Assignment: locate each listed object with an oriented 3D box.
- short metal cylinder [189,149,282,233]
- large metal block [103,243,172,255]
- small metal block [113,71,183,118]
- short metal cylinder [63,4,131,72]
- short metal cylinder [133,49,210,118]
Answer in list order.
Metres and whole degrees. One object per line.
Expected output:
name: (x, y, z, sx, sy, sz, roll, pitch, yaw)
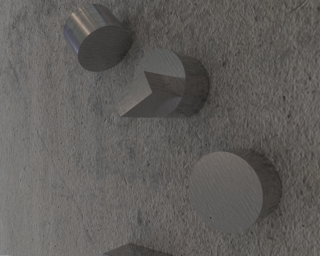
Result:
short metal cylinder: (0.078, 0.063, 0.324, 0.080, 0.050, 0.079, 0, 90, 40)
large metal block: (-0.029, 0.208, 0.413, 0.080, 0.050, 0.080, -4, 88, 40)
small metal block: (-0.013, -0.034, 0.334, 0.050, 0.050, 0.025, -33, 70, 35)
short metal cylinder: (-0.089, -0.127, 0.443, 0.080, 0.081, 0.050, -50, 61, 28)
short metal cylinder: (0.013, -0.052, 0.378, 0.080, 0.050, 0.079, 0, 90, 40)
